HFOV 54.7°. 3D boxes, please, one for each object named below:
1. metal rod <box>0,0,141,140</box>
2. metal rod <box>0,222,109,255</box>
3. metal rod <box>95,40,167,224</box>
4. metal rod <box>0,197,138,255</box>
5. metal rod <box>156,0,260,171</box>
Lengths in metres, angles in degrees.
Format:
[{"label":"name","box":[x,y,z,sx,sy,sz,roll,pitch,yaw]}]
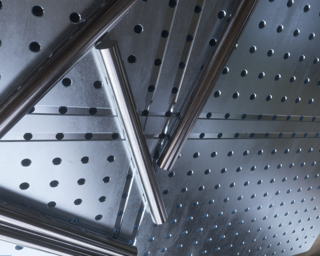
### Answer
[{"label":"metal rod","box":[-0.106,-0.062,0.315,0.300,0.025,0.025,-44,130,2]},{"label":"metal rod","box":[-0.170,0.145,0.408,0.025,0.025,0.301,-48,129,5]},{"label":"metal rod","box":[-0.028,0.029,0.415,0.025,0.025,0.298,-24,128,-14]},{"label":"metal rod","box":[-0.138,0.137,0.421,0.025,0.025,0.301,-48,130,5]},{"label":"metal rod","box":[0.067,-0.073,0.404,0.025,0.025,0.298,13,112,-34]}]
